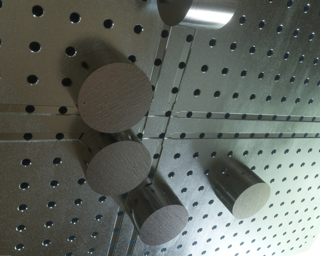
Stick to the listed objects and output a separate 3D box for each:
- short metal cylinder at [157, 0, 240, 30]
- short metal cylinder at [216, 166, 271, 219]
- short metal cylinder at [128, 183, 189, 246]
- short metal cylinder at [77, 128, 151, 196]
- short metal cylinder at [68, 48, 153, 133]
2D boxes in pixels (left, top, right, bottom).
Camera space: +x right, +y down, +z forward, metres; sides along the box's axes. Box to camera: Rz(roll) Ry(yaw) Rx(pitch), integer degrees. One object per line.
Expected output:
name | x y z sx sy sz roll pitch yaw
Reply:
short metal cylinder | 0.037 -0.141 0.310 0.050 0.080 0.079 -4 120 -27
short metal cylinder | 0.147 0.114 0.549 0.081 0.050 0.079 -14 125 -21
short metal cylinder | -0.003 0.133 0.477 0.081 0.050 0.079 -14 124 -21
short metal cylinder | -0.058 0.037 0.388 0.081 0.050 0.079 -14 125 -21
short metal cylinder | -0.055 -0.041 0.340 0.081 0.050 0.079 -14 125 -21
